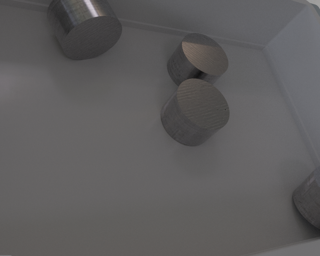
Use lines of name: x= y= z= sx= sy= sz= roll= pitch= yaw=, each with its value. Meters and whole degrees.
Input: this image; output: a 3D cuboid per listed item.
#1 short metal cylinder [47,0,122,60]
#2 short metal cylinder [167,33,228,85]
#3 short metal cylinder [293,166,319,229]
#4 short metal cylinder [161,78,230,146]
short metal cylinder: x=-0.096 y=-0.133 z=0.400 sx=0.081 sy=0.080 sz=0.050 roll=-19 pitch=72 yaw=-35
short metal cylinder: x=0.058 y=-0.100 z=0.481 sx=0.081 sy=0.050 sz=0.080 roll=14 pitch=56 yaw=-21
short metal cylinder: x=0.242 y=0.101 z=0.443 sx=0.081 sy=0.050 sz=0.080 roll=15 pitch=38 yaw=-12
short metal cylinder: x=0.048 y=-0.021 z=0.428 sx=0.081 sy=0.050 sz=0.080 roll=14 pitch=56 yaw=-21
